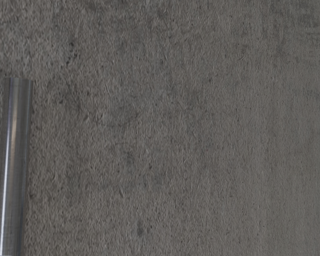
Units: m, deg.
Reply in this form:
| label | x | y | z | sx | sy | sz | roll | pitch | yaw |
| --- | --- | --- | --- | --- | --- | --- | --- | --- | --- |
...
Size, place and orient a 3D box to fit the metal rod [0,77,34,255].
| label | x | y | z | sx | sy | sz | roll | pitch | yaw |
| --- | --- | --- | --- | --- | --- | --- | --- | --- | --- |
| metal rod | -0.140 | 0.104 | 0.287 | 0.025 | 0.025 | 0.298 | 4 | 87 | -40 |
